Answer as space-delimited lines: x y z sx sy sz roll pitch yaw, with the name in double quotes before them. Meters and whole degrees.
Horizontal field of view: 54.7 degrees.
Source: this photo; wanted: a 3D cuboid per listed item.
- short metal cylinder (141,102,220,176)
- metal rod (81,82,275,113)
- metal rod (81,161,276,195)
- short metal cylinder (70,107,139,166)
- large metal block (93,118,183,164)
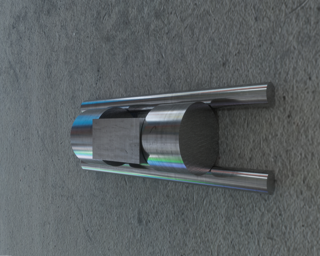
"short metal cylinder" 0.025 0.012 0.349 0.050 0.081 0.080 -1 90 40
"metal rod" -0.003 -0.034 0.409 0.300 0.025 0.025 0 90 40
"metal rod" -0.003 0.056 0.409 0.300 0.025 0.025 0 90 40
"short metal cylinder" -0.076 0.012 0.433 0.050 0.081 0.080 -1 90 40
"large metal block" -0.027 0.014 0.390 0.080 0.081 0.050 0 90 40
